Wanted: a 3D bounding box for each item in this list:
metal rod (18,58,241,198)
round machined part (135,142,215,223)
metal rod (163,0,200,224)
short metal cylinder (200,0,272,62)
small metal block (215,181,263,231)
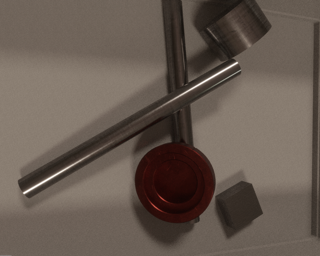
[{"bbox_3d":[-0.028,-0.006,0.382,0.301,0.025,0.025,-31,101,-11],"label":"metal rod"},{"bbox_3d":[0.022,0.066,0.394,0.098,0.042,0.097,1,94,16],"label":"round machined part"},{"bbox_3d":[0.030,-0.020,0.422,0.025,0.025,0.298,-6,92,-20],"label":"metal rod"},{"bbox_3d":[0.101,-0.135,0.420,0.080,0.080,0.050,-43,104,-15],"label":"short metal cylinder"},{"bbox_3d":[0.117,0.113,0.456,0.050,0.025,0.050,-25,99,-19],"label":"small metal block"}]
